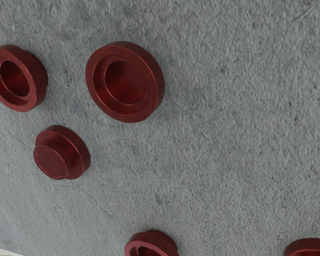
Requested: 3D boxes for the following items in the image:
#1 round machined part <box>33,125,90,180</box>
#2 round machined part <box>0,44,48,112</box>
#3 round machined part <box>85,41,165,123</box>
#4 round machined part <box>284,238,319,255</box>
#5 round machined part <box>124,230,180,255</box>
[{"bbox_3d":[-0.169,0.047,0.514,0.098,0.042,0.097,13,124,21],"label":"round machined part"},{"bbox_3d":[-0.207,-0.076,0.458,0.098,0.042,0.097,13,124,21],"label":"round machined part"},{"bbox_3d":[-0.038,-0.058,0.380,0.098,0.042,0.097,13,124,21],"label":"round machined part"},{"bbox_3d":[0.212,0.196,0.405,0.098,0.042,0.097,13,124,21],"label":"round machined part"},{"bbox_3d":[-0.008,0.215,0.534,0.098,0.042,0.097,13,124,21],"label":"round machined part"}]
